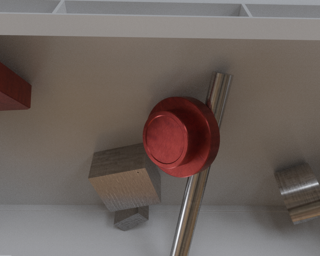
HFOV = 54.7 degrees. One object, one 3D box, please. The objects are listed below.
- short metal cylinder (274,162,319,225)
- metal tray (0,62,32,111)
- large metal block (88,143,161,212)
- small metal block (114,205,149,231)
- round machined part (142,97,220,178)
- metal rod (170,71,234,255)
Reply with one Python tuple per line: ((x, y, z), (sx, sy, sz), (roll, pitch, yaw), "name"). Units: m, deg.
((0.209, 0.097, 0.459), (0.050, 0.080, 0.080), (-22, 127, 17), "short metal cylinder")
((-0.221, -0.043, 0.333), (0.131, 0.030, 0.090), (-3, 169, 1), "metal tray")
((-0.048, 0.073, 0.454), (0.080, 0.050, 0.080), (-12, 129, 9), "large metal block")
((-0.046, 0.132, 0.504), (0.050, 0.050, 0.025), (-31, 124, 23), "small metal block")
((0.018, 0.012, 0.370), (0.042, 0.098, 0.097), (-9, 146, -50), "round machined part")
((0.046, 0.077, 0.399), (0.025, 0.025, 0.298), (9, 106, -8), "metal rod")
